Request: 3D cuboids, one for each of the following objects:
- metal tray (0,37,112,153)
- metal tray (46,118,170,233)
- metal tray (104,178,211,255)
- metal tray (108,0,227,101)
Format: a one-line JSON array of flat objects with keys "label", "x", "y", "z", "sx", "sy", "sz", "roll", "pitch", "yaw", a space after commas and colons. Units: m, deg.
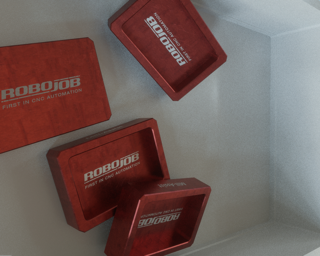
[{"label": "metal tray", "x": -0.119, "y": -0.035, "z": 0.304, "sx": 0.131, "sy": 0.030, "sz": 0.089, "roll": -21, "pitch": 103, "yaw": -38}, {"label": "metal tray", "x": -0.052, "y": 0.048, "z": 0.359, "sx": 0.131, "sy": 0.030, "sz": 0.089, "roll": -22, "pitch": 104, "yaw": -38}, {"label": "metal tray", "x": 0.003, "y": 0.110, "z": 0.378, "sx": 0.131, "sy": 0.030, "sz": 0.089, "roll": 6, "pitch": 104, "yaw": -47}, {"label": "metal tray", "x": 0.012, "y": -0.107, "z": 0.381, "sx": 0.090, "sy": 0.030, "sz": 0.130, "roll": -40, "pitch": 121, "yaw": 7}]
